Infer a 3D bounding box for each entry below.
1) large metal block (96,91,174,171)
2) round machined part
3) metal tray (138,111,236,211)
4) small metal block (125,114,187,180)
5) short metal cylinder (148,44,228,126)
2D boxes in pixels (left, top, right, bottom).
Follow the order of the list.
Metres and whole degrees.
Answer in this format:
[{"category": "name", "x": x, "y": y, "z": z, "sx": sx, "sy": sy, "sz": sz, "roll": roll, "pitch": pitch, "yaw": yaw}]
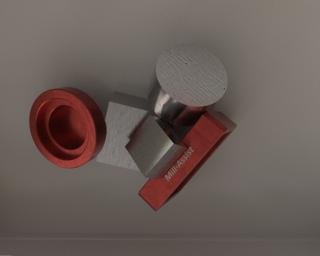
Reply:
[{"category": "large metal block", "x": -0.030, "y": 0.006, "z": 0.398, "sx": 0.081, "sy": 0.050, "sz": 0.079, "roll": 14, "pitch": 109, "yaw": -6}, {"category": "round machined part", "x": -0.109, "y": -0.003, "z": 0.386, "sx": 0.098, "sy": 0.042, "sz": 0.097, "roll": 6, "pitch": 106, "yaw": 21}, {"category": "metal tray", "x": 0.037, "y": 0.038, "z": 0.388, "sx": 0.030, "sy": 0.090, "sz": 0.129, "roll": 42, "pitch": 106, "yaw": 14}, {"category": "small metal block", "x": -0.006, "y": 0.022, "z": 0.349, "sx": 0.025, "sy": 0.050, "sz": 0.050, "roll": 20, "pitch": 114, "yaw": -49}, {"category": "short metal cylinder", "x": 0.030, "y": -0.048, "z": 0.356, "sx": 0.080, "sy": 0.080, "sz": 0.050, "roll": 15, "pitch": 153, "yaw": -6}]
